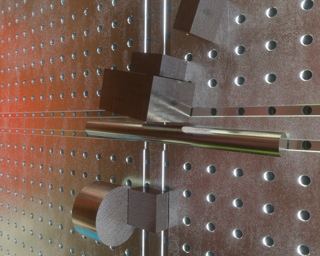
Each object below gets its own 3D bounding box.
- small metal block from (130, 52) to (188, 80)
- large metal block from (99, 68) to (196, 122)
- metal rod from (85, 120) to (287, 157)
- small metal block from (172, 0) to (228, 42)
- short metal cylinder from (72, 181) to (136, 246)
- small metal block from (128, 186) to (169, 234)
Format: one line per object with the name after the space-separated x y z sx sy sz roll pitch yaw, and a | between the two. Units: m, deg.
-0.002 -0.078 0.393 0.050 0.050 0.025 15 100 38 | small metal block
-0.015 -0.040 0.384 0.080 0.081 0.050 16 100 38 | large metal block
0.006 0.008 0.402 0.300 0.025 0.025 4 93 39 | metal rod
0.046 -0.130 0.353 0.025 0.050 0.050 28 107 36 | small metal block
-0.073 0.117 0.432 0.050 0.081 0.079 2 92 40 | short metal cylinder
-0.016 0.109 0.421 0.050 0.025 0.050 2 91 39 | small metal block
